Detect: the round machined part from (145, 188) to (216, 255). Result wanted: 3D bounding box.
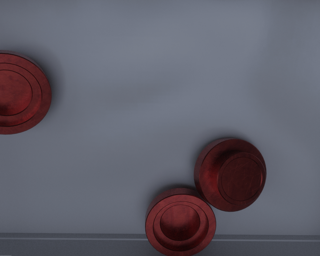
[{"bbox_3d":[0.028,0.131,0.446,0.099,0.042,0.097,-1,103,-3],"label":"round machined part"}]

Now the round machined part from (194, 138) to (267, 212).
[{"bbox_3d":[0.098,0.063,0.408,0.099,0.042,0.097,-1,93,-15],"label":"round machined part"}]

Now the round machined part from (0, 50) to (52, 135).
[{"bbox_3d":[-0.184,-0.045,0.372,0.099,0.042,0.097,-11,117,-22],"label":"round machined part"}]
